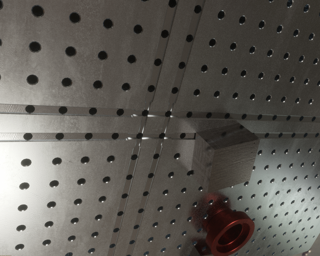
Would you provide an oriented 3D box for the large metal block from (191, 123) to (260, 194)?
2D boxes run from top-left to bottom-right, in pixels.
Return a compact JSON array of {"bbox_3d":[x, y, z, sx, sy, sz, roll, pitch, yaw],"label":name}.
[{"bbox_3d":[0.099,0.045,0.480,0.081,0.050,0.079,-11,123,-23],"label":"large metal block"}]

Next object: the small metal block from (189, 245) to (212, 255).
[{"bbox_3d":[0.085,0.263,0.624,0.050,0.025,0.050,8,115,-32],"label":"small metal block"}]

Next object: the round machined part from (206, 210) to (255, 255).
[{"bbox_3d":[0.129,0.197,0.596,0.099,0.042,0.097,-14,125,-21],"label":"round machined part"}]
